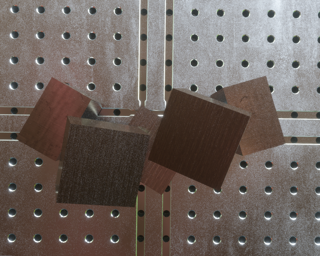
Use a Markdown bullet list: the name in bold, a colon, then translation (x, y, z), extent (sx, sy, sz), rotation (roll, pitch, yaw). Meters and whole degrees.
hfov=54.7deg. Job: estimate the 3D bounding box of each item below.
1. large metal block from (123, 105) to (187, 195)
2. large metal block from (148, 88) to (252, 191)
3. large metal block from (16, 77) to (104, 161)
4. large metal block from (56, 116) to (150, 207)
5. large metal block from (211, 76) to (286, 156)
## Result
- **large metal block**: translation (-0.010, 0.026, 0.400), extent (0.080, 0.050, 0.080), rotation (32, 90, -1)
- **large metal block**: translation (0.044, 0.008, 0.332), extent (0.080, 0.050, 0.079), rotation (22, 103, 15)
- **large metal block**: translation (-0.118, -0.010, 0.384), extent (0.050, 0.080, 0.080), rotation (30, 90, -1)
- **large metal block**: translation (-0.064, 0.036, 0.334), extent (0.081, 0.050, 0.079), rotation (9, 97, -21)
- **large metal block**: translation (0.106, -0.014, 0.387), extent (0.050, 0.080, 0.080), rotation (-16, 90, 0)
